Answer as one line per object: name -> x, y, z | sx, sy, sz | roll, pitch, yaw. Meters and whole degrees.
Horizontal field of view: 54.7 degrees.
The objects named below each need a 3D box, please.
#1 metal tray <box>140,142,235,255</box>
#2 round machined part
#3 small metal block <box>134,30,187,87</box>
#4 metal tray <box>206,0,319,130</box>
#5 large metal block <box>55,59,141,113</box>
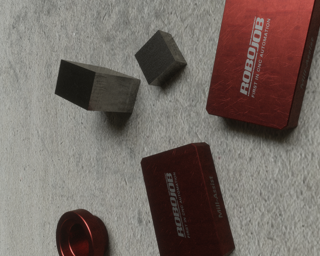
metal tray -> 0.030, 0.090, 0.377 | 0.090, 0.030, 0.129 | -21, 77, 38
round machined part -> -0.120, 0.178, 0.493 | 0.098, 0.042, 0.097 | 0, 90, 40
small metal block -> 0.000, -0.090, 0.405 | 0.050, 0.025, 0.050 | -38, 67, 33
metal tray -> 0.103, -0.070, 0.317 | 0.090, 0.030, 0.129 | 16, 100, 39
large metal block -> -0.089, -0.059, 0.443 | 0.080, 0.081, 0.050 | 25, 106, 37
